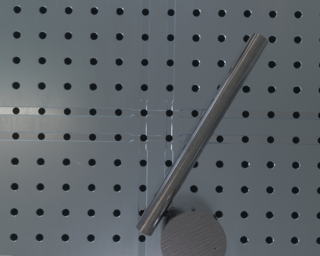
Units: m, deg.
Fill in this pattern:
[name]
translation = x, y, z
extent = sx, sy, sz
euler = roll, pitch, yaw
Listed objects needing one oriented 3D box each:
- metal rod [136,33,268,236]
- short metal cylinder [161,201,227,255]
[metal rod]
translation = 0.056, 0.008, 0.413
extent = 0.025, 0.025, 0.299
euler = 31, 90, 0
[short metal cylinder]
translation = 0.041, 0.141, 0.401
extent = 0.081, 0.050, 0.079
euler = 0, 90, 0
